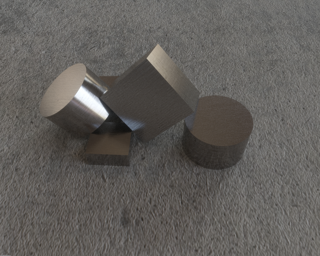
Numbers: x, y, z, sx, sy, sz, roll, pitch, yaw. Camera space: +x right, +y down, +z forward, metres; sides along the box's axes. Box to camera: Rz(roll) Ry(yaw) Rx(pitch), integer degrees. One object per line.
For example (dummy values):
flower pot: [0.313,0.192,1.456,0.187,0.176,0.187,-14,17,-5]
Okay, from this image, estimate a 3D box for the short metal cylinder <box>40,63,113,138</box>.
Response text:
short metal cylinder: [-0.104,-0.035,0.393,0.080,0.050,0.080,-24,45,27]

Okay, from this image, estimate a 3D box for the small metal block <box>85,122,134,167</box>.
small metal block: [-0.061,0.020,0.387,0.050,0.025,0.050,2,50,1]

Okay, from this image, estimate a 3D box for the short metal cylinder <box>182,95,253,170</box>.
short metal cylinder: [0.069,0.005,0.385,0.081,0.050,0.080,0,50,0]

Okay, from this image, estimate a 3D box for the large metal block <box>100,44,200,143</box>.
large metal block: [-0.011,-0.040,0.379,0.080,0.080,0.050,47,32,-16]

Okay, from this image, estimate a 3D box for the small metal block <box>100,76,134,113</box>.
small metal block: [-0.063,-0.049,0.445,0.050,0.025,0.050,-1,50,-1]
